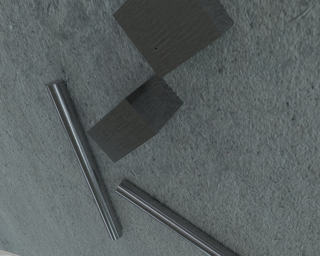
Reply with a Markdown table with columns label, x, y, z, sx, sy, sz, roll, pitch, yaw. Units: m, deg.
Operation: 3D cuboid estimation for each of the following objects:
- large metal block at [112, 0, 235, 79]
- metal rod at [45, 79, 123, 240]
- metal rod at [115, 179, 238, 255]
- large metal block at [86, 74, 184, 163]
| label | x | y | z | sx | sy | sz | roll | pitch | yaw |
| --- | --- | --- | --- | --- | --- | --- | --- | --- | --- |
| large metal block | 0.014 | -0.110 | 0.314 | 0.080 | 0.050 | 0.080 | -30 | 102 | 37 |
| metal rod | -0.116 | 0.066 | 0.506 | 0.025 | 0.025 | 0.298 | -1 | 118 | 28 |
| metal rod | 0.061 | 0.173 | 0.480 | 0.301 | 0.025 | 0.025 | 33 | 129 | 6 |
| large metal block | -0.029 | -0.013 | 0.377 | 0.080 | 0.080 | 0.050 | -35 | 99 | 38 |
